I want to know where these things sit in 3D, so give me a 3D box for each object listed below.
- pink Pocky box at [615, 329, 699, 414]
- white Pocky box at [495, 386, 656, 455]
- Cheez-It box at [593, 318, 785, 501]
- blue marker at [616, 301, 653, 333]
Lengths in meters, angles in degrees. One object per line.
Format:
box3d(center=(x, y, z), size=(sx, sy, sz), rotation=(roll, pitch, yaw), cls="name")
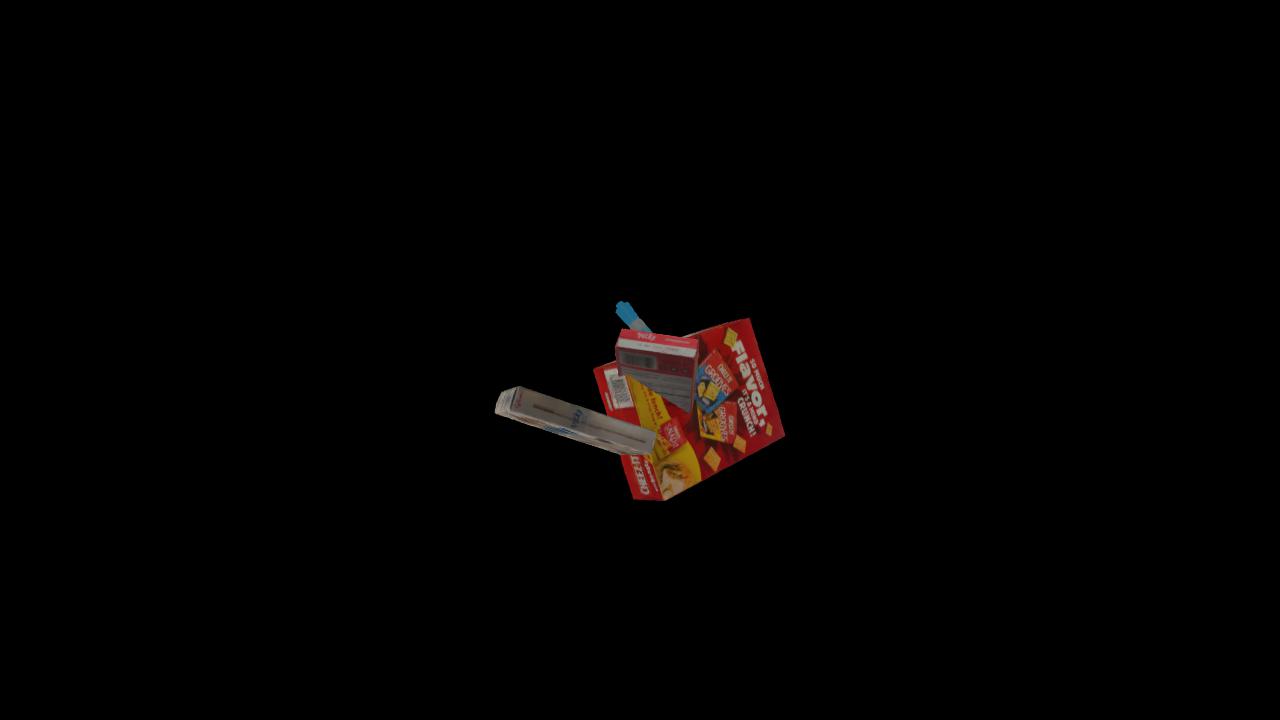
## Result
box3d(center=(0.020, 0.025, 0.686), size=(0.084, 0.029, 0.155), rotation=(9, -33, 9), cls="pink Pocky box")
box3d(center=(-0.068, 0.065, 0.638), size=(0.154, 0.028, 0.084), rotation=(21, -15, -20), cls="white Pocky box")
box3d(center=(0.067, 0.053, 0.755), size=(0.223, 0.166, 0.071), rotation=(-20, 4, -37), cls="Cheez-It box")
box3d(center=(0.013, -0.018, 0.683), size=(0.020, 0.121, 0.020), rotation=(-38, -11, -8), cls="blue marker")
